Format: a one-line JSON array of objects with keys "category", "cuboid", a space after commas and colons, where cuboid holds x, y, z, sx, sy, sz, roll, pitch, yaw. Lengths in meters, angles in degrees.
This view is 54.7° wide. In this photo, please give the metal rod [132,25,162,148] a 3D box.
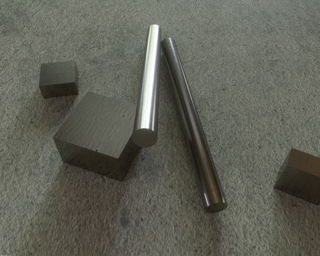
[{"category": "metal rod", "cuboid": [-0.012, -0.080, 0.428, 0.025, 0.025, 0.300, 1, 37, 0]}]

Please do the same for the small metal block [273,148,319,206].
[{"category": "small metal block", "cuboid": [0.161, 0.055, 0.343, 0.050, 0.050, 0.025, 21, 53, 16]}]

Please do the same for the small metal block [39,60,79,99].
[{"category": "small metal block", "cuboid": [-0.150, -0.073, 0.463, 0.050, 0.025, 0.050, -8, 51, -7]}]

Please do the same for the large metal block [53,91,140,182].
[{"category": "large metal block", "cuboid": [-0.068, 0.009, 0.379, 0.080, 0.050, 0.080, 16, 52, 13]}]

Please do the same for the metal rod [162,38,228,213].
[{"category": "metal rod", "cuboid": [0.037, -0.028, 0.426, 0.025, 0.025, 0.300, -7, 50, -6]}]
